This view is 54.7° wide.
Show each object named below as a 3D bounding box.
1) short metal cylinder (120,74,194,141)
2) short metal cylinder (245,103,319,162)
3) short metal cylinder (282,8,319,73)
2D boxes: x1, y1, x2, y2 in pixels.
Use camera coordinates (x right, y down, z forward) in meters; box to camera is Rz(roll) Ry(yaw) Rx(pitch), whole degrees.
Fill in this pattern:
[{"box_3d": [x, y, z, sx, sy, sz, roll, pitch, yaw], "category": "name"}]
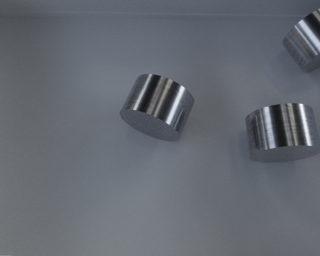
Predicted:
[{"box_3d": [-0.003, -0.024, 0.389, 0.080, 0.080, 0.050, 21, 72, 7], "category": "short metal cylinder"}, {"box_3d": [0.149, 0.009, 0.379, 0.081, 0.080, 0.050, -1, 70, -1], "category": "short metal cylinder"}, {"box_3d": [0.220, -0.121, 0.427, 0.080, 0.080, 0.050, -25, 72, -9], "category": "short metal cylinder"}]
